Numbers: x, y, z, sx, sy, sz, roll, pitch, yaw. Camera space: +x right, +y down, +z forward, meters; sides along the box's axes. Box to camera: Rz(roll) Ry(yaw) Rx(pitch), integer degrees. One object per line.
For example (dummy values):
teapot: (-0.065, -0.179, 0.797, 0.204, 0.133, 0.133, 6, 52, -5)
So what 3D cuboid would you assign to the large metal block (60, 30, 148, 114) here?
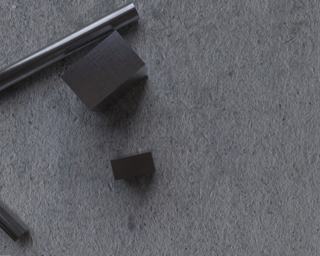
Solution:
large metal block: (-0.063, -0.064, 0.382, 0.080, 0.080, 0.050, -40, 91, 0)

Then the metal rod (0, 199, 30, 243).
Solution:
metal rod: (-0.288, 0.036, 0.406, 0.300, 0.025, 0.025, 45, 90, -1)

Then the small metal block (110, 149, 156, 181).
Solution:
small metal block: (-0.032, 0.046, 0.397, 0.050, 0.050, 0.025, -13, 90, 0)

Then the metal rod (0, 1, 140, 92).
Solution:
metal rod: (-0.166, -0.085, 0.407, 0.301, 0.025, 0.025, -28, 90, -1)
